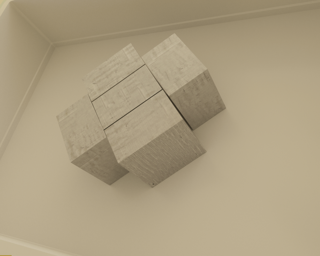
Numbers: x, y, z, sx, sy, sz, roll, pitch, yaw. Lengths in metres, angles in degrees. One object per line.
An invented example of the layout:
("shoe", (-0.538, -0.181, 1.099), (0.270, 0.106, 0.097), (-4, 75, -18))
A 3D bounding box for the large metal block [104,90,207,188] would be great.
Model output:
("large metal block", (-0.003, 0.016, 0.361), (0.080, 0.080, 0.050), (-35, 52, 5))

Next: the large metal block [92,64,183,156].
("large metal block", (-0.024, -0.019, 0.392), (0.080, 0.080, 0.050), (-35, 52, 5))

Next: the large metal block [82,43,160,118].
("large metal block", (-0.044, -0.053, 0.423), (0.080, 0.080, 0.050), (-35, 52, 5))

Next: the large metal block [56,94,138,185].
("large metal block", (-0.079, 0.016, 0.399), (0.050, 0.080, 0.080), (-35, 52, 5))

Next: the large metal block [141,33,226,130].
("large metal block", (0.030, -0.057, 0.387), (0.050, 0.080, 0.080), (-35, 52, 5))
